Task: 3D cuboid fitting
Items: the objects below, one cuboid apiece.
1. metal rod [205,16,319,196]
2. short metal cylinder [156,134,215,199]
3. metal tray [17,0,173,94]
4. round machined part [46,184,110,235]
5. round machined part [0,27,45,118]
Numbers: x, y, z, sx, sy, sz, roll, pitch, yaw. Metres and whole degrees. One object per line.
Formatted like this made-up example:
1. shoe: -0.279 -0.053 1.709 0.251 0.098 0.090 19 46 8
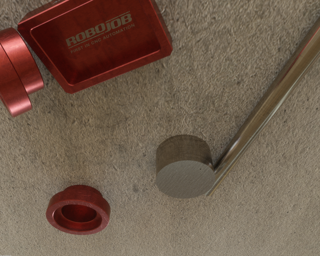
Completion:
1. metal rod: 0.126 -0.009 0.401 0.025 0.025 0.298 16 128 -14
2. short metal cylinder: 0.035 0.055 0.439 0.081 0.050 0.079 0 130 0
3. metal tray: -0.063 -0.097 0.320 0.130 0.030 0.090 -19 128 15
4. round machined part: -0.130 0.130 0.505 0.099 0.042 0.097 -1 130 0
5. round machined part: -0.155 -0.063 0.316 0.042 0.098 0.097 -31 134 -23
